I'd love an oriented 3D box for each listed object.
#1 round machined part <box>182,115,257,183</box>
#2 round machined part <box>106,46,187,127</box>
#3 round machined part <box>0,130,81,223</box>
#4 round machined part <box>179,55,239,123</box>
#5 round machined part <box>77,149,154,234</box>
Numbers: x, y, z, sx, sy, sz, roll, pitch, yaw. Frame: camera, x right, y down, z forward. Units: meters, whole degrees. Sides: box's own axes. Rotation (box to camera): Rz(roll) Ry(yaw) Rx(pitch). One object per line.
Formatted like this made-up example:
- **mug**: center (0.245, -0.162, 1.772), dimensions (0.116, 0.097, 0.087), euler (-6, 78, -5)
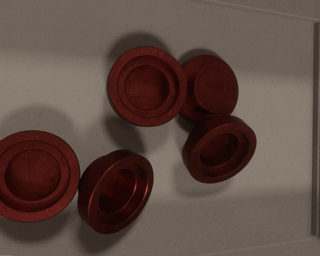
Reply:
- **round machined part**: center (0.075, 0.024, 0.415), dimensions (0.099, 0.042, 0.097), euler (-11, 126, -16)
- **round machined part**: center (-0.019, -0.050, 0.393), dimensions (0.099, 0.042, 0.097), euler (0, 90, -16)
- **round machined part**: center (-0.141, 0.052, 0.347), dimensions (0.099, 0.042, 0.097), euler (0, 88, -16)
- **round machined part**: center (0.068, -0.053, 0.428), dimensions (0.099, 0.042, 0.097), euler (0, 90, -21)
- **round machined part**: center (-0.056, 0.070, 0.366), dimensions (0.099, 0.042, 0.097), euler (-26, 127, -41)
